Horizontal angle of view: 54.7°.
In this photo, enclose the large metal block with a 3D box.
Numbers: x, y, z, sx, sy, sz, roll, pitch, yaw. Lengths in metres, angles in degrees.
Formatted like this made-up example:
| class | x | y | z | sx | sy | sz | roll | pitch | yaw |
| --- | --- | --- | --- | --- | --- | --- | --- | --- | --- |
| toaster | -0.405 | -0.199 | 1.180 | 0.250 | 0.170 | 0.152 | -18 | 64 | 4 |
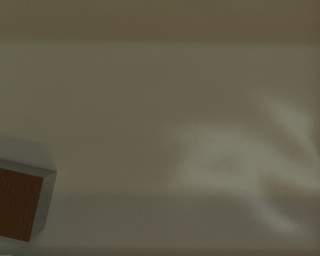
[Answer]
| class | x | y | z | sx | sy | sz | roll | pitch | yaw |
| --- | --- | --- | --- | --- | --- | --- | --- | --- | --- |
| large metal block | -0.188 | 0.090 | 0.397 | 0.080 | 0.050 | 0.080 | 13 | 90 | 0 |
